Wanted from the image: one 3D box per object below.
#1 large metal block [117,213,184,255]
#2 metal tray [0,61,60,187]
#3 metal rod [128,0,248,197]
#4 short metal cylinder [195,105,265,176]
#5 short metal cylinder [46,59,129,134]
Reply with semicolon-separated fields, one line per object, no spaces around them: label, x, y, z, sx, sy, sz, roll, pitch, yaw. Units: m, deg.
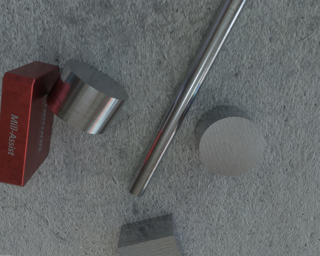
large metal block;-0.010;0.185;0.464;0.080;0.050;0.080;-15;110;5
metal tray;-0.156;-0.008;0.370;0.030;0.090;0.129;13;110;-5
metal rod;0.030;-0.036;0.396;0.025;0.025;0.298;24;108;-9
short metal cylinder;0.088;0.015;0.403;0.081;0.050;0.079;0;110;0
short metal cylinder;-0.085;-0.037;0.366;0.080;0.080;0.050;33;107;-12
